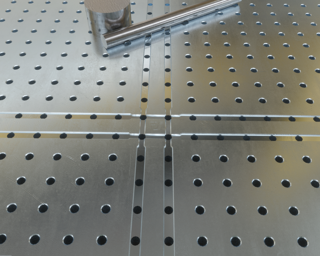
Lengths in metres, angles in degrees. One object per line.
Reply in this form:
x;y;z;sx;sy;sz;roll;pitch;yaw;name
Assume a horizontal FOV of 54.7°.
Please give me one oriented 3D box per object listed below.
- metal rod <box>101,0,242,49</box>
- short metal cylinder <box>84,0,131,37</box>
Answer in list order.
0.032;-0.209;0.583;0.302;0.025;0.025;-25;55;-20;metal rod
-0.093;-0.208;0.565;0.081;0.050;0.080;0;50;0;short metal cylinder
